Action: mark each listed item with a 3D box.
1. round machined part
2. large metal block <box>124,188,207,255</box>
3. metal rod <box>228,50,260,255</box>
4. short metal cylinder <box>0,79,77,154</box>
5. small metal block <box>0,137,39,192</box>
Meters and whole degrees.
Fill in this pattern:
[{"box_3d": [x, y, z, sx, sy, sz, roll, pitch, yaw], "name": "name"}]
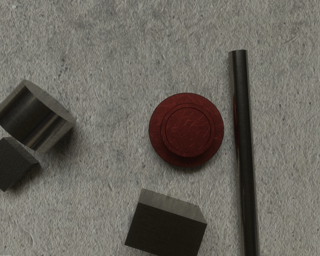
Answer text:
[{"box_3d": [0.035, 0.003, 0.402, 0.099, 0.042, 0.097, 0, 90, -1], "name": "round machined part"}, {"box_3d": [0.006, 0.118, 0.383, 0.080, 0.080, 0.050, 18, 90, -1], "name": "large metal block"}, {"box_3d": [0.113, 0.048, 0.411, 0.025, 0.025, 0.298, -4, 90, -1], "name": "metal rod"}, {"box_3d": [-0.151, -0.014, 0.381, 0.080, 0.080, 0.050, 42, 90, -1], "name": "short metal cylinder"}, {"box_3d": [-0.200, 0.047, 0.407, 0.050, 0.025, 0.050, 44, 90, -1], "name": "small metal block"}]
